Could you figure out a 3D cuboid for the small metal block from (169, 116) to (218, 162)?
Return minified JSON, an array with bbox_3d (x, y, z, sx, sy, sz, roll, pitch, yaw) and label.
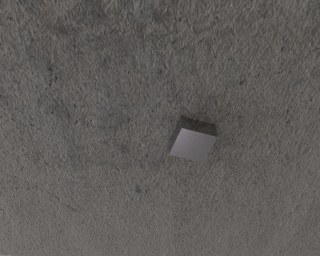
[{"bbox_3d":[0.044,0.016,0.421,0.050,0.025,0.050,14,129,-12],"label":"small metal block"}]
